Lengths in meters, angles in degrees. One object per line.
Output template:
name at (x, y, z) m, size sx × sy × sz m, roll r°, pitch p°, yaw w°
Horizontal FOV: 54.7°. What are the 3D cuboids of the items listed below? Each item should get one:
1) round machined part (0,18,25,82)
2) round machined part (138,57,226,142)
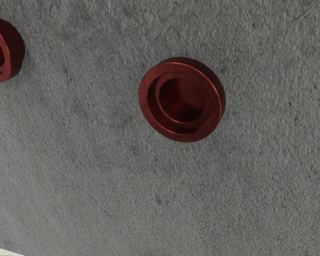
round machined part at (-0.237, -0.119, 0.448) m, size 0.098 × 0.042 × 0.097 m, roll 13°, pitch 124°, yaw 21°
round machined part at (0.028, -0.035, 0.359) m, size 0.098 × 0.042 × 0.097 m, roll 13°, pitch 124°, yaw 21°
